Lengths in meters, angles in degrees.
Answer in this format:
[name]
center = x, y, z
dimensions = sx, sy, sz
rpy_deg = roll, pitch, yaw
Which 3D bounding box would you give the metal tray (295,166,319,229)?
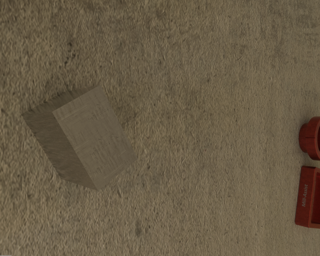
[metal tray]
center = 0.346, 0.157, 0.696
dimensions = 0.091, 0.030, 0.129
rpy_deg = 19, 78, -39

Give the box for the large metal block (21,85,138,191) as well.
[large metal block]
center = -0.080, 0.008, 0.304
dimensions = 0.050, 0.080, 0.080
rpy_deg = -38, 114, -34

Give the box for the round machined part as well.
[round machined part]
center = 0.344, 0.023, 0.687
dimensions = 0.099, 0.042, 0.097
rpy_deg = 0, 90, -40
